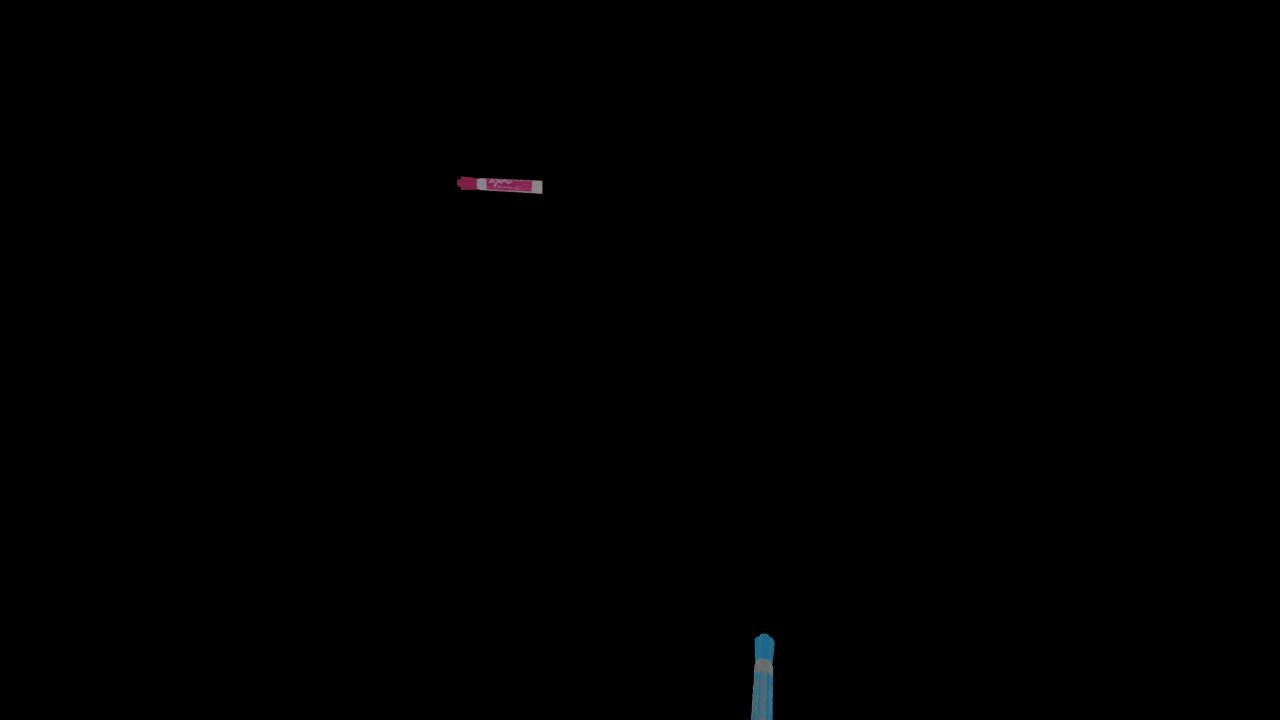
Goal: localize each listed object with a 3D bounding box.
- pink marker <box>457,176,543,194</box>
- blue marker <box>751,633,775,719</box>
[{"bbox_3d":[-0.202,-0.253,0.890,0.121,0.020,0.020,1,0,-7],"label":"pink marker"},{"bbox_3d":[0.107,0.294,0.536,0.020,0.020,0.121,0,31,13],"label":"blue marker"}]
